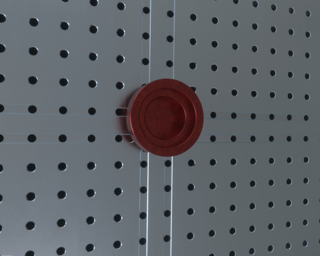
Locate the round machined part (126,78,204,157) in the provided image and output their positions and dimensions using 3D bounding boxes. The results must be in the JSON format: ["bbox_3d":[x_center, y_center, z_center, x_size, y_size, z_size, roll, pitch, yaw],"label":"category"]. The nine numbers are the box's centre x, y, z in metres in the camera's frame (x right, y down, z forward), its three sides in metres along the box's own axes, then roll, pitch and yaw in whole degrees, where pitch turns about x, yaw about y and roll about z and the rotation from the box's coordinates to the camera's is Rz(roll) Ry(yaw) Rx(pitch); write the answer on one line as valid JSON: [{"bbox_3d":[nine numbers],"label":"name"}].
[{"bbox_3d":[0.004,-0.013,0.405,0.099,0.042,0.097,0,90,-20],"label":"round machined part"}]
